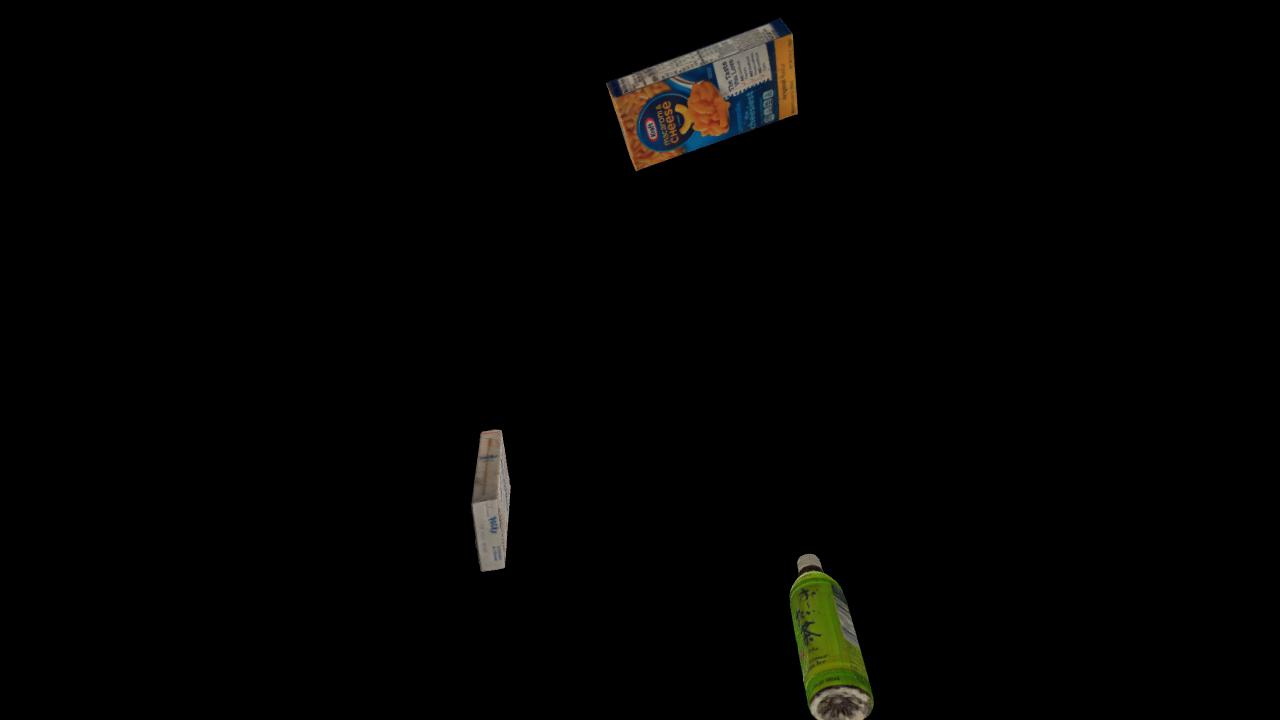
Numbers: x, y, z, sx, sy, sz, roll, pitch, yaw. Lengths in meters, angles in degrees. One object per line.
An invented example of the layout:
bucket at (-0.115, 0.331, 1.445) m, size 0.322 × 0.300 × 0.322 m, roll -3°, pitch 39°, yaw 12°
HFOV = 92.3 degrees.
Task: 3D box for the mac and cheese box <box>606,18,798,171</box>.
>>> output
mac and cheese box at (0.067, -0.271, 0.636) m, size 0.184 × 0.041 × 0.093 m, roll -19°, pitch -36°, yaw 4°

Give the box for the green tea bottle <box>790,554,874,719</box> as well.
green tea bottle at (0.221, 0.320, 0.739) m, size 0.073 × 0.073 × 0.212 m, roll 0°, pitch 25°, yaw 7°

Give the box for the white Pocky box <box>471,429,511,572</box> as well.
white Pocky box at (-0.160, 0.146, 0.665) m, size 0.028 × 0.084 × 0.154 m, roll -6°, pitch 20°, yaw -8°
